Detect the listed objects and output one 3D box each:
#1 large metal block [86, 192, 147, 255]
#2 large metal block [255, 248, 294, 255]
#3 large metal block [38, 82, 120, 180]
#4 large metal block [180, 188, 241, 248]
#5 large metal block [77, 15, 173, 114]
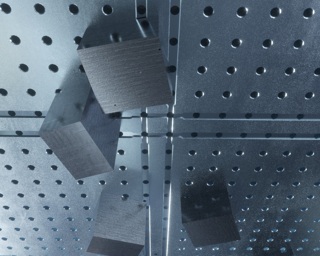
[{"bbox_3d":[-0.070,0.162,0.513,0.080,0.080,0.050,16,128,-13],"label":"large metal block"},{"bbox_3d":[0.253,0.306,0.657,0.080,0.050,0.080,-19,128,15],"label":"large metal block"},{"bbox_3d":[-0.092,0.002,0.377,0.050,0.080,0.080,-15,129,12],"label":"large metal block"},{"bbox_3d":[0.086,0.154,0.527,0.080,0.050,0.080,-15,129,12],"label":"large metal block"},{"bbox_3d":[-0.033,-0.067,0.338,0.080,0.050,0.080,-9,130,7],"label":"large metal block"}]
